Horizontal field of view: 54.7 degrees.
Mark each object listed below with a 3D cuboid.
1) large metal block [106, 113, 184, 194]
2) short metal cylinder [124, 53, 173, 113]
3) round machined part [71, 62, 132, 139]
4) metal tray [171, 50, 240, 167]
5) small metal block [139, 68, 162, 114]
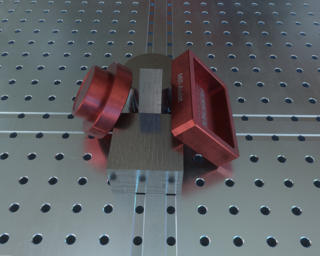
[{"bbox_3d":[-0.014,0.029,0.366,0.080,0.050,0.080,2,50,1],"label":"large metal block"},{"bbox_3d":[-0.011,-0.062,0.442,0.080,0.050,0.080,0,50,0],"label":"short metal cylinder"},{"bbox_3d":[-0.077,-0.039,0.387,0.042,0.098,0.098,24,45,-24],"label":"round machined part"},{"bbox_3d":[0.055,-0.027,0.390,0.030,0.090,0.130,-30,40,32],"label":"metal tray"},{"bbox_3d":[-0.012,-0.043,0.372,0.025,0.050,0.050,2,92,-2],"label":"small metal block"}]
